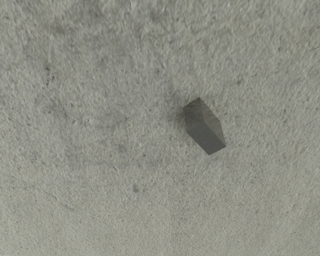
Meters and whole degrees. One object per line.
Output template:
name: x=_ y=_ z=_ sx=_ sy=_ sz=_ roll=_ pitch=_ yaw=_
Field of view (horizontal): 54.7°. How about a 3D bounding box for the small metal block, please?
small metal block: x=0.056 y=-0.002 z=0.390 sx=0.025 sy=0.050 sz=0.050 roll=-31 pitch=124 yaw=23
